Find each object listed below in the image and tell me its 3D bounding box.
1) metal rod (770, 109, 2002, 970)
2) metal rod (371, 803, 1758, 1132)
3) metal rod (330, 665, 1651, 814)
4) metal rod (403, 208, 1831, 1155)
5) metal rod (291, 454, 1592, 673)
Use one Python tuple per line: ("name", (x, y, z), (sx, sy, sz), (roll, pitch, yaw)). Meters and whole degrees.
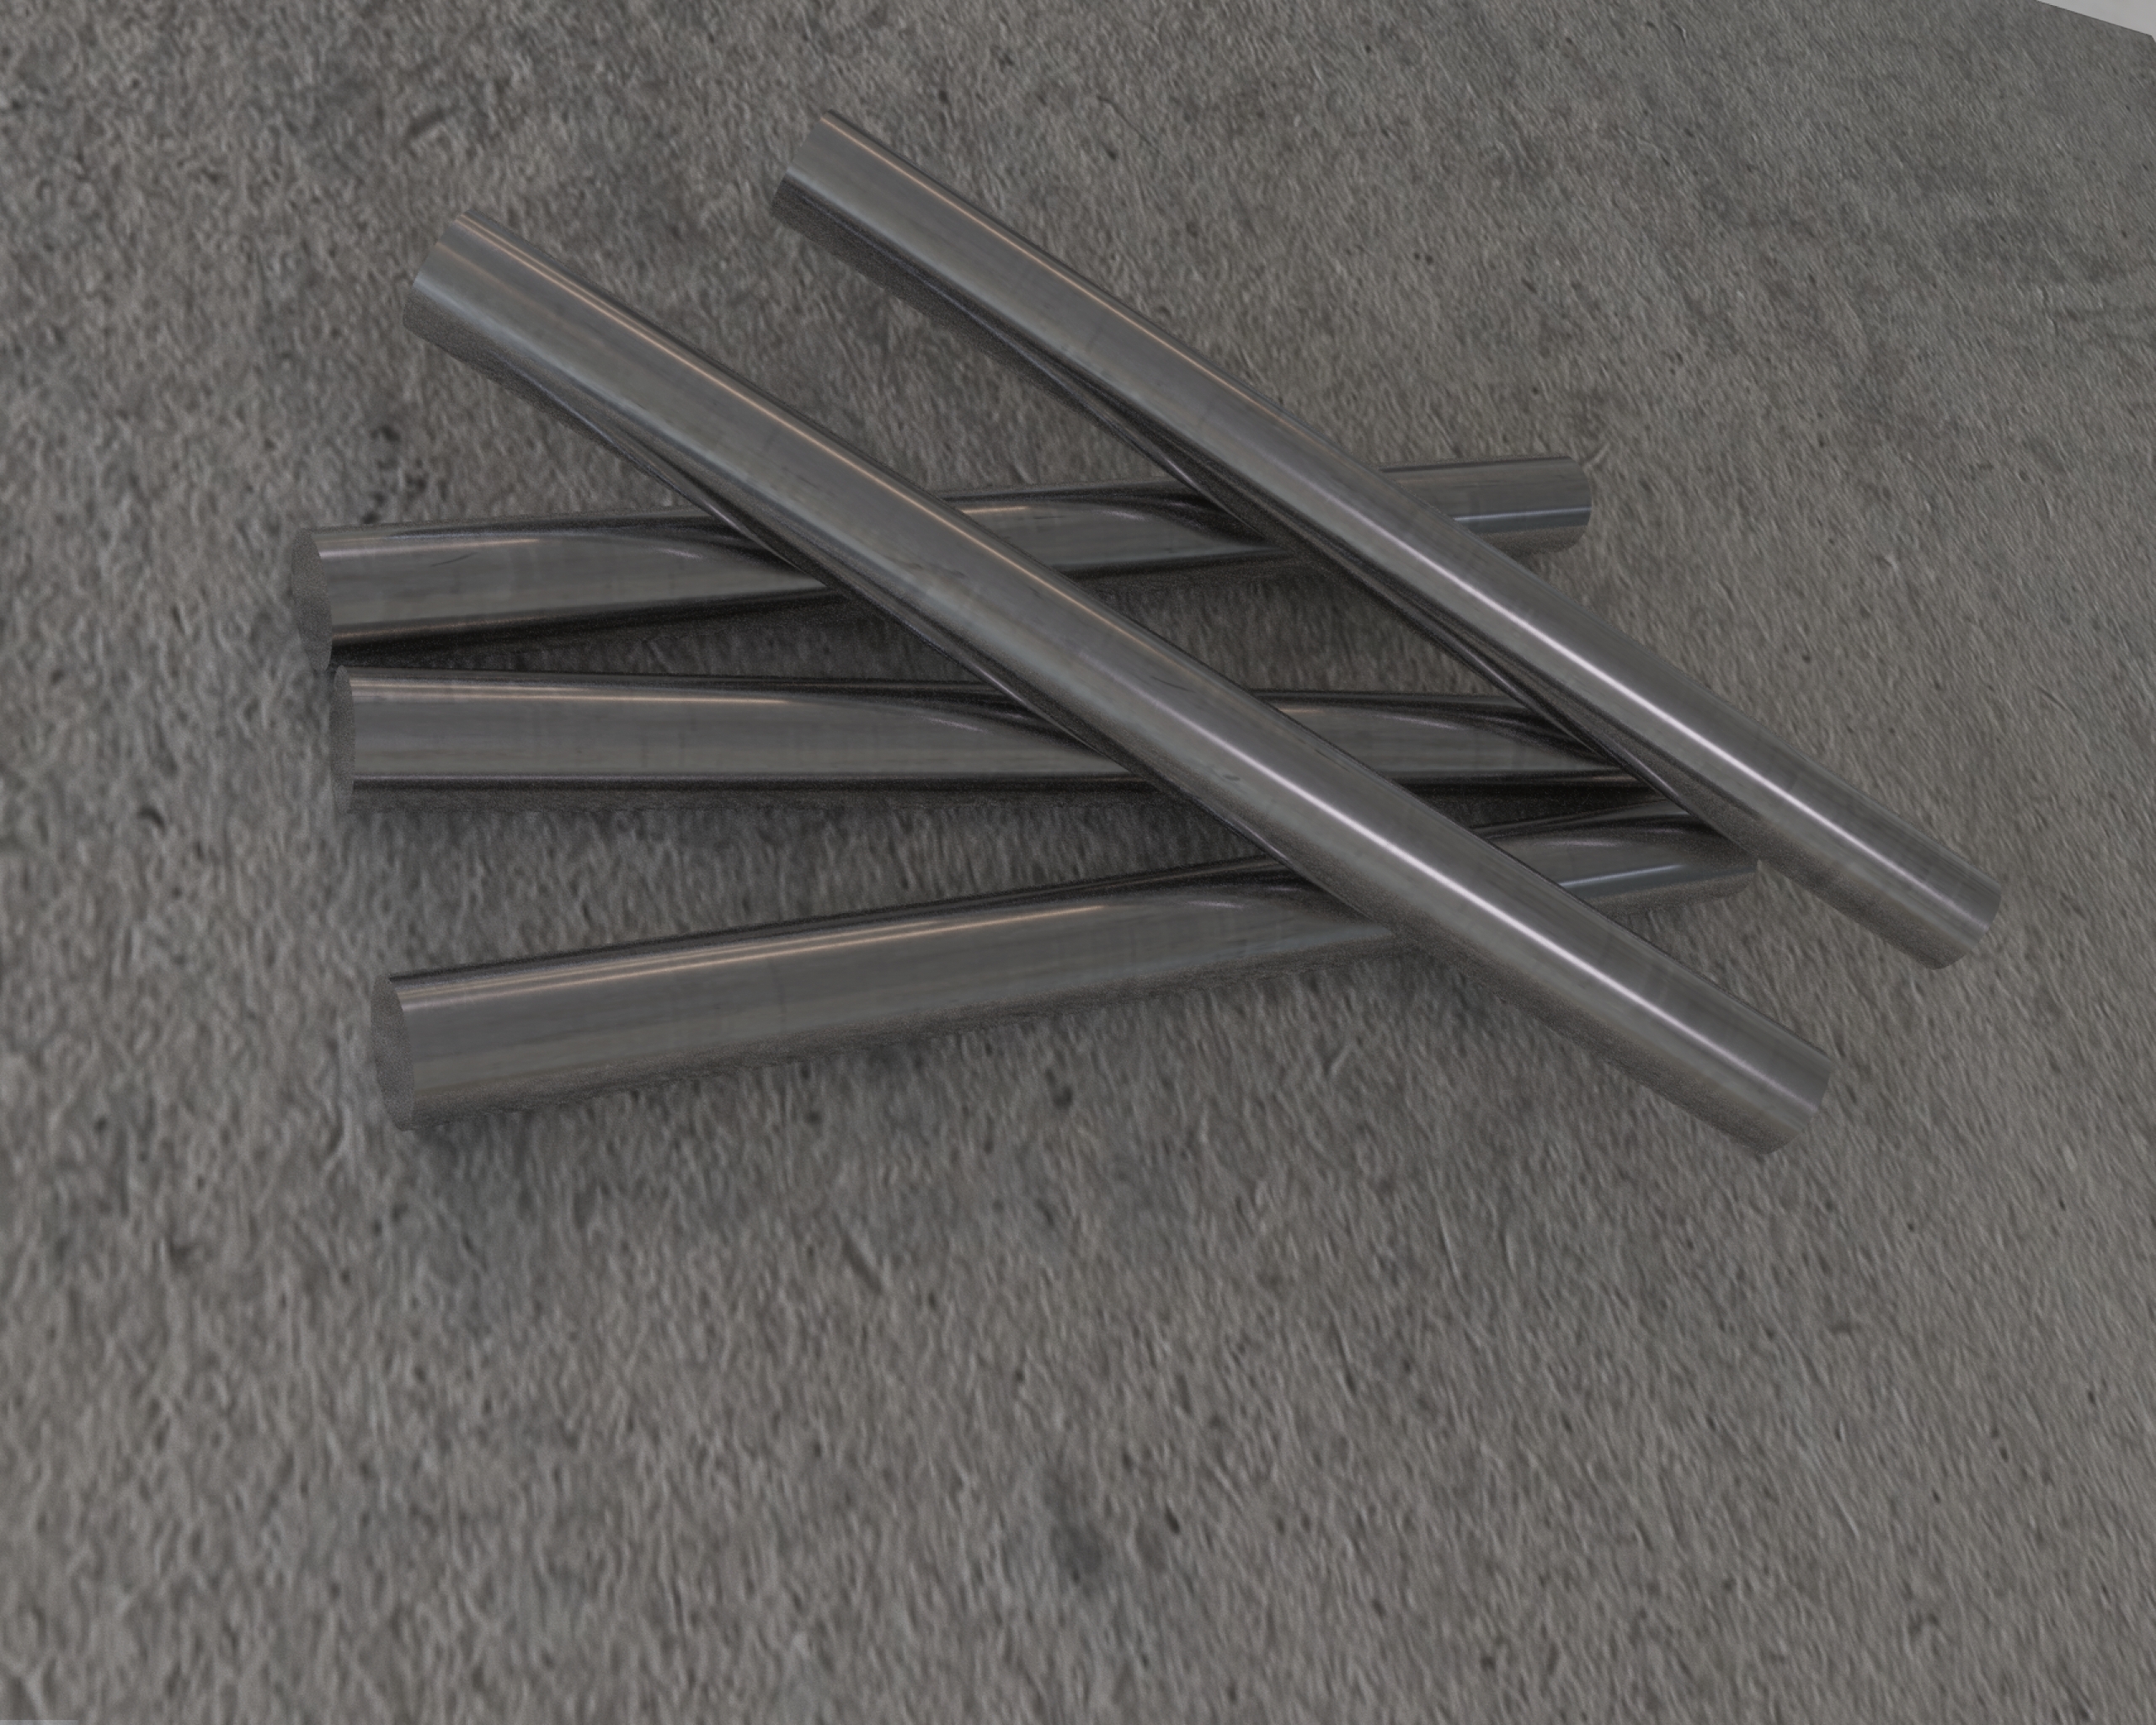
("metal rod", (0.071, -0.065, 0.447), (0.301, 0.025, 0.025), (32, 52, -8))
("metal rod", (0.020, 0.013, 0.406), (0.303, 0.025, 0.025), (-8, 66, -31))
("metal rod", (0.009, -0.024, 0.422), (0.303, 0.025, 0.025), (-1, 63, -29))
("metal rod", (0.014, -0.029, 0.395), (0.301, 0.025, 0.025), (31, 52, -8))
("metal rod", (-0.006, -0.068, 0.441), (0.303, 0.025, 0.025), (-10, 67, -32))
